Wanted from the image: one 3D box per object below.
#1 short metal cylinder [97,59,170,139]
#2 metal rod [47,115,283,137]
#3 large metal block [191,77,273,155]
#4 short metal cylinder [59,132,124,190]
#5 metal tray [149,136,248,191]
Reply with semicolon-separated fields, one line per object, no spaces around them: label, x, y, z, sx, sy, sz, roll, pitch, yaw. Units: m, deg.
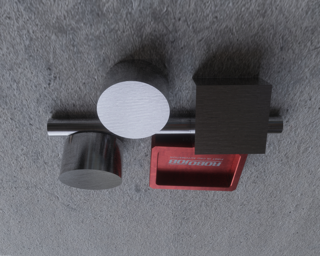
short metal cylinder;-0.029;-0.034;0.363;0.081;0.050;0.079;0;130;0
metal rod;0.007;-0.003;0.408;0.302;0.025;0.025;-1;130;0
large metal block;0.079;-0.016;0.363;0.081;0.050;0.079;-1;109;0
short metal cylinder;-0.090;0.047;0.415;0.081;0.050;0.080;-1;151;0
metal tray;0.052;0.050;0.447;0.131;0.030;0.089;2;130;-3
